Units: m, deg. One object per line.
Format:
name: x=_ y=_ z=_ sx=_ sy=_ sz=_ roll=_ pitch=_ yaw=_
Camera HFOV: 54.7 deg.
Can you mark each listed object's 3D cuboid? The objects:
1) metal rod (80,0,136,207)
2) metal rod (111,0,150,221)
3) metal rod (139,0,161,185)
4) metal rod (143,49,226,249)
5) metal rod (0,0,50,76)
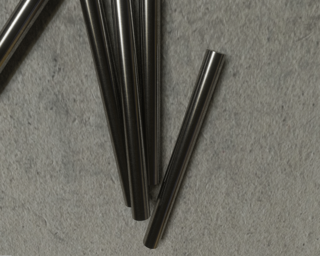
metal rod: x=-0.060 y=-0.031 z=0.397 sx=0.025 sy=0.025 sz=0.298 roll=-8 pitch=110 yaw=2
metal rod: x=-0.035 y=-0.022 z=0.387 sx=0.025 sy=0.025 sz=0.298 roll=-4 pitch=105 yaw=1
metal rod: x=-0.012 y=-0.065 z=0.385 sx=0.025 sy=0.025 sz=0.298 roll=0 pitch=110 yaw=-1
metal rod: x=0.027 y=0.042 z=0.425 sx=0.025 sy=0.025 sz=0.298 roll=15 pitch=109 yaw=-6
metal rod: x=-0.165 y=-0.121 z=0.362 sx=0.025 sy=0.025 sz=0.299 roll=38 pitch=105 yaw=-13
